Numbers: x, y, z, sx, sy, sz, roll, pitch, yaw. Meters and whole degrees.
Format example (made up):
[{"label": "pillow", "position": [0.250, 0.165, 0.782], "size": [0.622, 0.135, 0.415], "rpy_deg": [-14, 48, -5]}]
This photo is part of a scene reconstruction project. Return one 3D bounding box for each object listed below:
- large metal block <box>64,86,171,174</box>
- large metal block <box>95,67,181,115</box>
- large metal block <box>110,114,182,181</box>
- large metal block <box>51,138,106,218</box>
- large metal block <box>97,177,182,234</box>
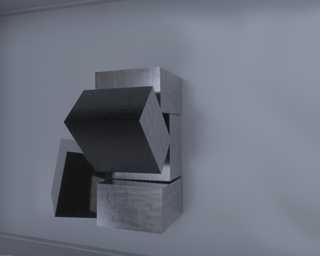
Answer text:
[{"label": "large metal block", "position": [-0.041, 0.004, 0.333], "size": [0.080, 0.080, 0.050], "rpy_deg": [-1, 45, 19]}, {"label": "large metal block", "position": [-0.024, -0.041, 0.386], "size": [0.080, 0.080, 0.050], "rpy_deg": [-1, 90, 19]}, {"label": "large metal block", "position": [-0.018, 0.023, 0.403], "size": [0.080, 0.050, 0.079], "rpy_deg": [-1, 90, 19]}, {"label": "large metal block", "position": [-0.108, 0.063, 0.408], "size": [0.050, 0.080, 0.079], "rpy_deg": [10, 95, -24]}, {"label": "large metal block", "position": [-0.022, 0.090, 0.386], "size": [0.080, 0.080, 0.050], "rpy_deg": [1, 90, 19]}]
